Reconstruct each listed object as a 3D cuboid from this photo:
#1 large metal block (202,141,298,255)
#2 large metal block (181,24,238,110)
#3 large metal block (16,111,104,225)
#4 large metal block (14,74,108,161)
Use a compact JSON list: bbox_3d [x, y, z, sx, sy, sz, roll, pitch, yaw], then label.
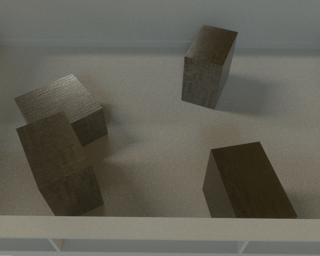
[{"bbox_3d":[0.082,0.072,0.309,0.050,0.080,0.080,-9,51,-7],"label":"large metal block"},{"bbox_3d":[0.070,-0.087,0.443,0.050,0.080,0.080,18,52,14],"label":"large metal block"},{"bbox_3d":[-0.105,0.043,0.332,0.050,0.080,0.080,-24,54,-19],"label":"large metal block"},{"bbox_3d":[-0.126,-0.015,0.400,0.081,0.050,0.080,-30,56,-23],"label":"large metal block"}]
